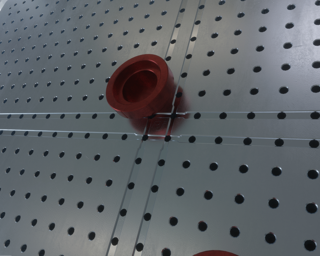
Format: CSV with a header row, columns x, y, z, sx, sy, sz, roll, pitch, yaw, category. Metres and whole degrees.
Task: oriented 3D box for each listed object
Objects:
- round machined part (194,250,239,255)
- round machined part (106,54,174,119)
x,y,z,sx,sy,sz,roll,pitch,yaw,category
0.055,0.161,0.270,0.098,0.042,0.098,-13,56,21,round machined part
-0.025,-0.055,0.445,0.098,0.042,0.098,-13,56,21,round machined part
